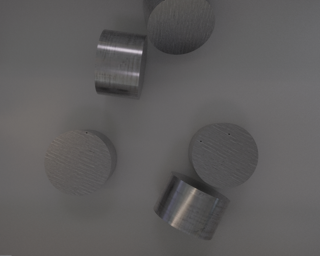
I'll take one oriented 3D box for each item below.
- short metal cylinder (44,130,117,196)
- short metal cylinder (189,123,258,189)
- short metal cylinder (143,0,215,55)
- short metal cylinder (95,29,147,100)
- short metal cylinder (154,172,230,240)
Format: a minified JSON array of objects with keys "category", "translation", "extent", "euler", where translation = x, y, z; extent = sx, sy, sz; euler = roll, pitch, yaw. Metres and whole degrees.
[{"category":"short metal cylinder","translation":[-0.099,0.042,0.398],"extent":[0.081,0.050,0.080],"euler":[0,90,0]},{"category":"short metal cylinder","translation":[0.079,0.033,0.399],"extent":[0.081,0.050,0.080],"euler":[0,90,0]},{"category":"short metal cylinder","translation":[0.021,-0.137,0.377],"extent":[0.080,0.080,0.050],"euler":[-10,51,0]},{"category":"short metal cylinder","translation":[-0.046,-0.078,0.383],"extent":[0.050,0.080,0.080],"euler":[8,90,0]},{"category":"short metal cylinder","translation":[0.039,0.094,0.384],"extent":[0.080,0.080,0.050],"euler":[26,90,0]}]
